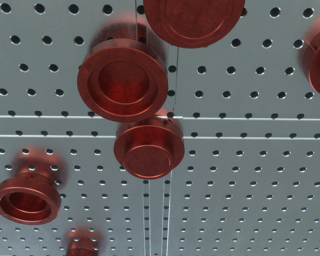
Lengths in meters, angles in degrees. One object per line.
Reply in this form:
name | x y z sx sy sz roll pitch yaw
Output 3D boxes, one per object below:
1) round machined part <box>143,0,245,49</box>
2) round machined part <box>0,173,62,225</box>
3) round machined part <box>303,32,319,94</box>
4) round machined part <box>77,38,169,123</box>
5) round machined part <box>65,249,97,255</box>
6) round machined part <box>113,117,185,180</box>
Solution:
round machined part | 0.033 -0.121 0.298 0.099 0.042 0.097 0 130 0
round machined part | -0.206 0.109 0.491 0.099 0.042 0.097 0 130 0
round machined part | 0.215 -0.071 0.341 0.099 0.042 0.097 0 130 0
round machined part | -0.040 -0.056 0.352 0.099 0.042 0.097 0 130 0
round machined part | -0.166 0.286 0.642 0.099 0.042 0.097 0 130 0
round machined part | -0.015 0.034 0.429 0.099 0.042 0.097 0 130 0
